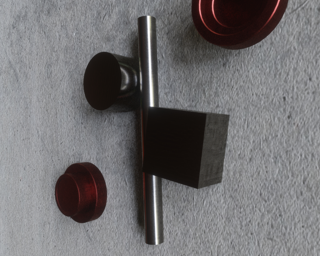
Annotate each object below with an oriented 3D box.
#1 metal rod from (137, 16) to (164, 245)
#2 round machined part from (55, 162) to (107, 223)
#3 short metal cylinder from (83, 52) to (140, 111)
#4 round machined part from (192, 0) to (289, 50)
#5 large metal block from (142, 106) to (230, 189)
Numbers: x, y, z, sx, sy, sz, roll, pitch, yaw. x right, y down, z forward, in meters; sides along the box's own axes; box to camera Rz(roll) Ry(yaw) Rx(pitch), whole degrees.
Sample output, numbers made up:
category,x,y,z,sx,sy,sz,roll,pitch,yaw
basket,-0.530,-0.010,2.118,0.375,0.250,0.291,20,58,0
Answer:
category,x,y,z,sx,sy,sz,roll,pitch,yaw
metal rod,-0.013,0.002,0.415,0.025,0.025,0.298,-3,88,40
round machined part,-0.135,0.106,0.505,0.098,0.042,0.097,0,90,40
short metal cylinder,-0.064,-0.064,0.441,0.080,0.050,0.080,0,90,40
round machined part,0.085,-0.131,0.324,0.098,0.042,0.097,0,90,40
large metal block,0.029,0.019,0.365,0.080,0.050,0.079,10,96,39
